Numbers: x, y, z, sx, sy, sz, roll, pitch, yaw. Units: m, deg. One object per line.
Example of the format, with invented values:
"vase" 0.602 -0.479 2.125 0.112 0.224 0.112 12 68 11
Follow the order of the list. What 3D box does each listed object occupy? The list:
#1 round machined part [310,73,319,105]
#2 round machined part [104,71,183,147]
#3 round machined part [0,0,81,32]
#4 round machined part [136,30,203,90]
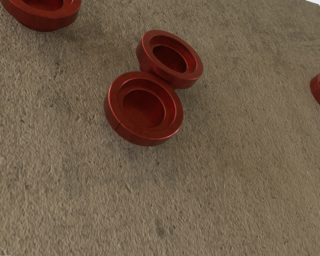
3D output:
"round machined part" 0.361 -0.076 0.633 0.099 0.042 0.098 14 56 -21
"round machined part" -0.023 -0.020 0.392 0.099 0.042 0.098 13 56 -21
"round machined part" -0.158 -0.167 0.409 0.099 0.042 0.098 14 56 -21
"round machined part" 0.010 -0.092 0.448 0.099 0.042 0.098 19 46 -21
